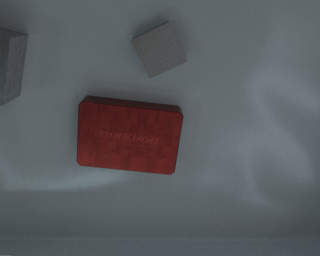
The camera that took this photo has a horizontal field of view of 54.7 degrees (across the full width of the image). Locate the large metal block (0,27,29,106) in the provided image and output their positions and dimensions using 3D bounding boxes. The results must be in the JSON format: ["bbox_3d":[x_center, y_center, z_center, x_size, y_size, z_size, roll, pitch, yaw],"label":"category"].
[{"bbox_3d":[-0.211,-0.080,0.365,0.081,0.050,0.079,15,109,-6],"label":"large metal block"}]

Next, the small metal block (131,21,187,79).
[{"bbox_3d":[-0.001,-0.095,0.376,0.050,0.025,0.050,-24,109,8],"label":"small metal block"}]

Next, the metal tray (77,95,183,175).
[{"bbox_3d":[-0.040,0.010,0.412,0.131,0.030,0.089,6,110,-3],"label":"metal tray"}]
